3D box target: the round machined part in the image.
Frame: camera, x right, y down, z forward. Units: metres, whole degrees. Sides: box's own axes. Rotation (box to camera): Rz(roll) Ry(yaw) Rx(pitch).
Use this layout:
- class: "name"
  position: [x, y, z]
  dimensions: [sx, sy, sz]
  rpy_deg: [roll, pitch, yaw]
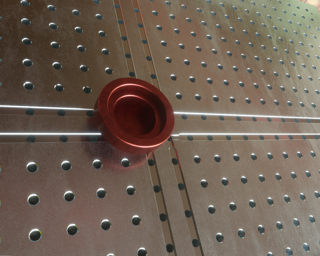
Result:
- class: "round machined part"
  position: [-0.035, -0.012, 0.387]
  dimensions: [0.099, 0.042, 0.098]
  rpy_deg: [14, 56, -21]
